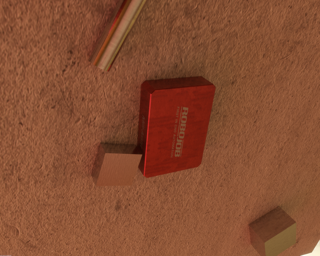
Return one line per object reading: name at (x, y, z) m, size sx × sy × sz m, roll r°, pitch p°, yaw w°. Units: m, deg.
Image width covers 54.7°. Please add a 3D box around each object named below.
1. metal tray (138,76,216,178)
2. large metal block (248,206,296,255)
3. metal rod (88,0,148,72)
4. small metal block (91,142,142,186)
metal tray at (0.019, -0.001, 0.414) m, size 0.091 × 0.030 × 0.129 m, roll -8°, pitch 122°, yaw -24°
large metal block at (0.241, 0.227, 0.664) m, size 0.080 × 0.050 × 0.080 m, roll -27°, pitch 128°, yaw -12°
metal rod at (0.011, -0.190, 0.295) m, size 0.025 × 0.025 × 0.299 m, roll 21°, pitch 107°, yaw -36°
small metal block at (-0.057, 0.048, 0.405) m, size 0.050 × 0.025 × 0.050 m, roll 5°, pitch 116°, yaw -31°
